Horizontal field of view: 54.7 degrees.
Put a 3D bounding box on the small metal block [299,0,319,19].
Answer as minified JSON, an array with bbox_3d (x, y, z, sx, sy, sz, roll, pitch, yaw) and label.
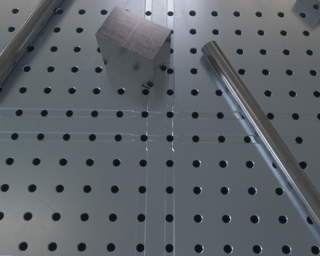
[{"bbox_3d":[0.258,-0.208,0.489,0.050,0.025,0.050,-33,74,-11],"label":"small metal block"}]

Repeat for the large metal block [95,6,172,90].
[{"bbox_3d":[-0.033,-0.105,0.421,0.080,0.080,0.050,26,72,9],"label":"large metal block"}]

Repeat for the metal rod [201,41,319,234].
[{"bbox_3d":[0.140,0.006,0.410,0.025,0.025,0.299,-26,72,-9],"label":"metal rod"}]

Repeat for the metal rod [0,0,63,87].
[{"bbox_3d":[-0.181,-0.175,0.474,0.025,0.025,0.300,24,72,8],"label":"metal rod"}]
